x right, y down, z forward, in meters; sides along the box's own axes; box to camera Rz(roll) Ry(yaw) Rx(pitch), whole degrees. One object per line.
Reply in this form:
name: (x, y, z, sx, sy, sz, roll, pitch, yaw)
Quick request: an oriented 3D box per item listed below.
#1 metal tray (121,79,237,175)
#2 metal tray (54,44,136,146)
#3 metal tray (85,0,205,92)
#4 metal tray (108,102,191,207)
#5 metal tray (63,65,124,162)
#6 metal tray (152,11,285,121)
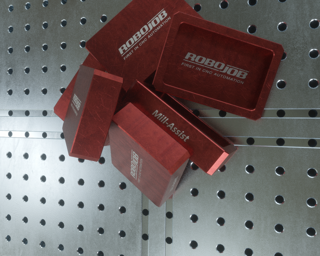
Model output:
metal tray: (0.026, -0.003, 0.368, 0.130, 0.090, 0.030, 40, 103, 15)
metal tray: (-0.081, -0.048, 0.439, 0.090, 0.030, 0.130, 40, 103, 14)
metal tray: (-0.017, -0.114, 0.397, 0.130, 0.030, 0.090, -42, 80, 0)
metal tray: (-0.018, 0.037, 0.368, 0.090, 0.129, 0.030, 40, 64, 15)
metal tray: (-0.084, -0.024, 0.362, 0.030, 0.130, 0.090, 16, 97, -23)
metal tray: (0.065, -0.070, 0.361, 0.131, 0.030, 0.090, 17, 96, -4)
